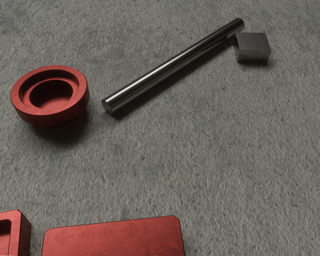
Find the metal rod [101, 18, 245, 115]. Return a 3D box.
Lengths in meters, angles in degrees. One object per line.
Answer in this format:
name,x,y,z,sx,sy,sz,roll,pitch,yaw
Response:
metal rod,0.035,-0.108,0.494,0.302,0.025,0.025,-36,59,-27

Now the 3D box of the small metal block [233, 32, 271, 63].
small metal block,0.153,-0.135,0.519,0.050,0.025,0.050,1,50,0

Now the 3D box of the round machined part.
round machined part,-0.146,-0.039,0.423,0.099,0.042,0.098,0,50,0

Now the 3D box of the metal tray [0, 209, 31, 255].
metal tray,-0.169,0.145,0.275,0.091,0.030,0.130,-9,51,-8

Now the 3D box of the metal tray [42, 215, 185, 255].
metal tray,-0.041,0.135,0.286,0.131,0.030,0.090,-5,50,-5
